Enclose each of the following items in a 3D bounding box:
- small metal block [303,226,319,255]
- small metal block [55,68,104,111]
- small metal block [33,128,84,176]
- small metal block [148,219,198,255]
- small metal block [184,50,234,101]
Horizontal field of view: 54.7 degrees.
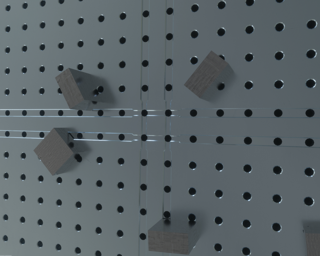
[{"bbox_3d":[0.191,0.139,0.346,0.050,0.025,0.050,-5,88,19],"label":"small metal block"},{"bbox_3d":[-0.113,-0.053,0.438,0.025,0.050,0.050,-30,80,17],"label":"small metal block"},{"bbox_3d":[-0.152,0.035,0.465,0.050,0.025,0.050,-45,77,14],"label":"small metal block"},{"bbox_3d":[0.018,0.136,0.392,0.050,0.050,0.025,-2,90,19],"label":"small metal block"},{"bbox_3d":[0.061,-0.061,0.378,0.025,0.050,0.050,42,103,15],"label":"small metal block"}]
